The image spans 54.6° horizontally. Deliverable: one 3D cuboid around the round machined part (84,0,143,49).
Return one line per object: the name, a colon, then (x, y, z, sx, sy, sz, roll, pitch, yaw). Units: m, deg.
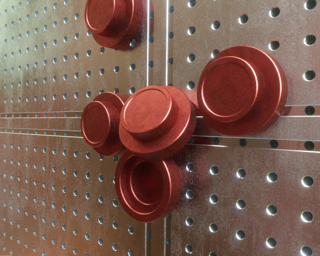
round machined part: (-0.075, -0.170, 0.462, 0.098, 0.042, 0.097, 0, 90, 40)

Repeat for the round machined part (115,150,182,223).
round machined part: (-0.011, 0.071, 0.409, 0.098, 0.042, 0.097, 0, 90, 40)

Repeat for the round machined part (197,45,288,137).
round machined part: (0.080, -0.040, 0.333, 0.098, 0.042, 0.097, 0, 90, 40)

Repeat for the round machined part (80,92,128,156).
round machined part: (-0.083, -0.006, 0.468, 0.098, 0.042, 0.097, 0, 90, 40)

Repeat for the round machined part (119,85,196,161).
round machined part: (-0.009, -0.013, 0.378, 0.098, 0.042, 0.098, -14, 54, 21)
